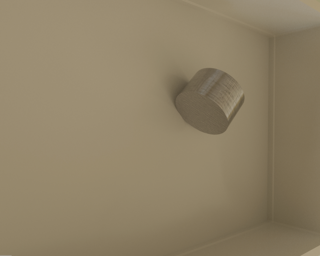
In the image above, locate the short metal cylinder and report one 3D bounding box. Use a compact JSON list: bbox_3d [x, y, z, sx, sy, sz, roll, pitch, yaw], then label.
[{"bbox_3d":[0.069,-0.036,0.431,0.050,0.080,0.080,-52,121,-27],"label":"short metal cylinder"}]
